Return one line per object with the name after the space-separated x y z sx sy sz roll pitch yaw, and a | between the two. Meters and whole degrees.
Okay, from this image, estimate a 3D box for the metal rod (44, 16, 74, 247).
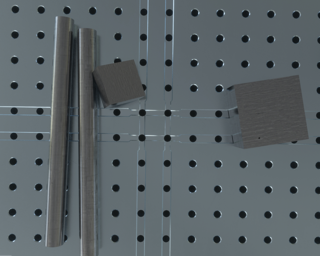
-0.134 0.005 0.411 0.025 0.025 0.298 3 90 -1 | metal rod

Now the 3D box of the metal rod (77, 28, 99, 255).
-0.096 0.020 0.412 0.025 0.025 0.298 0 90 -1 | metal rod

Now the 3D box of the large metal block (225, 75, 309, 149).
0.136 -0.020 0.403 0.081 0.050 0.080 -9 90 -1 | large metal block

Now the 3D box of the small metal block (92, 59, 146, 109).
-0.053 -0.057 0.403 0.050 0.025 0.050 -18 90 -28 | small metal block
